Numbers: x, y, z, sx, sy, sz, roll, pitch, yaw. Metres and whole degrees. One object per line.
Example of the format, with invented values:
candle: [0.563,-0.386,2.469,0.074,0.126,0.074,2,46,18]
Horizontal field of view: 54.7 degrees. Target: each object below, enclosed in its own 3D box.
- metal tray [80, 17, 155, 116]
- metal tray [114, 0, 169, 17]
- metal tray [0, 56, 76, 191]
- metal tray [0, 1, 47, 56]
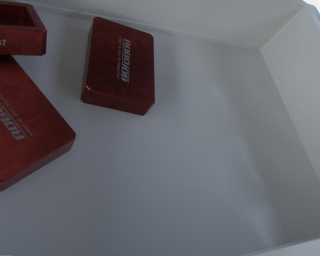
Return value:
metal tray: [-0.055,-0.086,0.427,0.091,0.030,0.130,12,57,-22]
metal tray: [-0.033,-0.264,0.549,0.091,0.030,0.130,11,57,-23]
metal tray: [-0.164,-0.012,0.322,0.130,0.030,0.091,49,51,6]
metal tray: [-0.202,-0.114,0.340,0.131,0.030,0.090,-6,40,-31]
